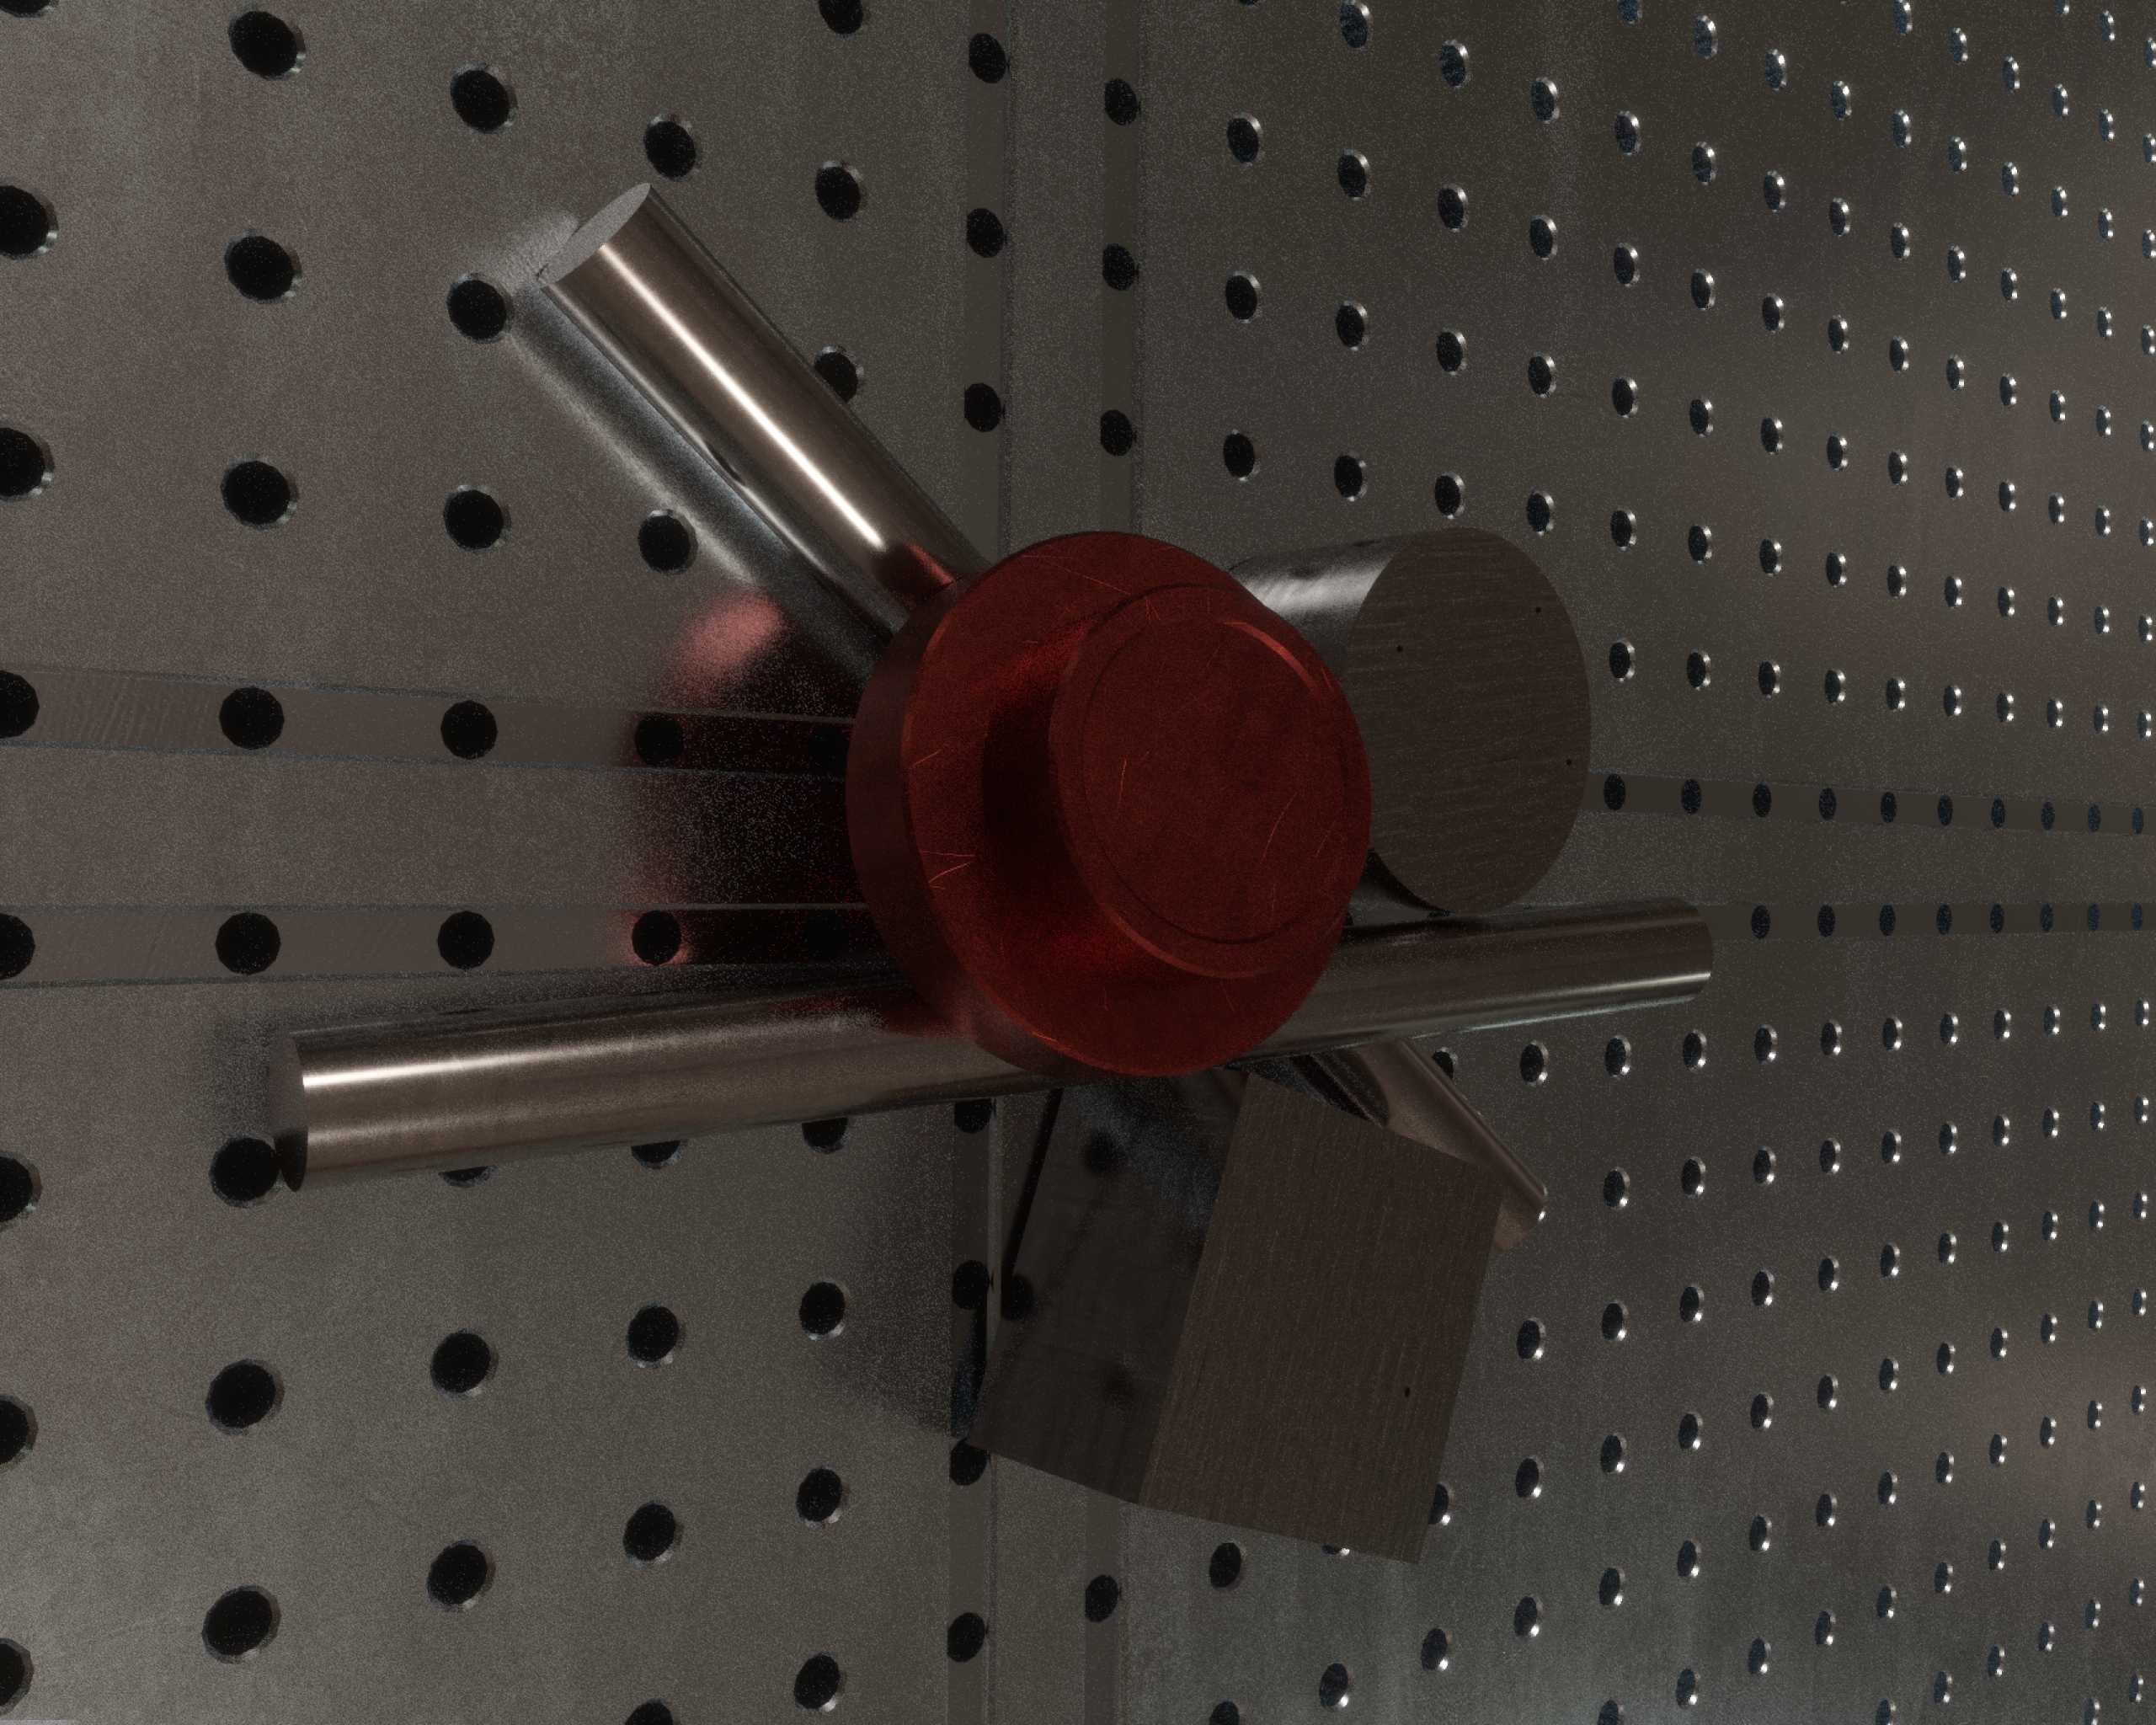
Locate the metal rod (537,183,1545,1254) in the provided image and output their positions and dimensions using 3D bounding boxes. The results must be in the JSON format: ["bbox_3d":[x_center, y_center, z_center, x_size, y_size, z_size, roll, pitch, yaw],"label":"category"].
[{"bbox_3d":[0.010,-0.010,0.420,0.300,0.025,0.025,46,62,-31],"label":"metal rod"}]

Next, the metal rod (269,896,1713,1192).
[{"bbox_3d":[0.008,0.028,0.394,0.303,0.025,0.025,-4,93,-33],"label":"metal rod"}]

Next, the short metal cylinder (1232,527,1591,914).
[{"bbox_3d":[0.065,-0.029,0.449,0.081,0.050,0.079,0,90,-40],"label":"short metal cylinder"}]

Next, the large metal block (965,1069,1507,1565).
[{"bbox_3d":[0.034,0.090,0.421,0.080,0.050,0.080,26,74,-38],"label":"large metal block"}]

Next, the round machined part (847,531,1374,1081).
[{"bbox_3d":[0.013,-0.011,0.367,0.099,0.042,0.097,7,78,-33],"label":"round machined part"}]
